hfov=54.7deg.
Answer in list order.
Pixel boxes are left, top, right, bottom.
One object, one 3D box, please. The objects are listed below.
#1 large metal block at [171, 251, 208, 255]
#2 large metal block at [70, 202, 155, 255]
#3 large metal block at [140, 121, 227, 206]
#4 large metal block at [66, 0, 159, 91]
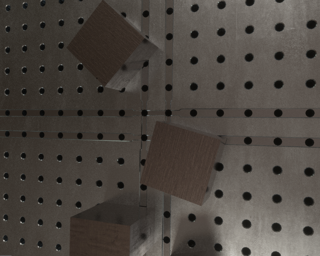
[{"bbox_3d":[0.034,0.205,0.371,0.050,0.080,0.080,-15,85,19],"label":"large metal block"},{"bbox_3d":[-0.059,0.135,0.403,0.080,0.080,0.050,2,91,19],"label":"large metal block"},{"bbox_3d":[0.030,0.040,0.388,0.080,0.050,0.079,17,96,19],"label":"large metal block"},{"bbox_3d":[-0.064,-0.109,0.421,0.080,0.050,0.080,45,104,14],"label":"large metal block"}]
